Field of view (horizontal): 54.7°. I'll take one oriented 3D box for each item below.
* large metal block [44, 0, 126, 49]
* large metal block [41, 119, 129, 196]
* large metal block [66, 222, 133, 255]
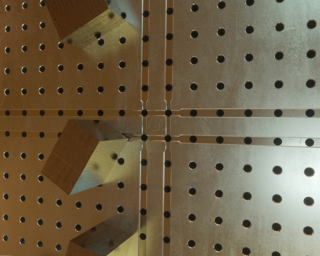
[{"bbox_3d":[-0.107,-0.171,0.436,0.080,0.050,0.080,-26,82,17],"label":"large metal block"},{"bbox_3d":[-0.098,0.036,0.417,0.050,0.080,0.080,34,101,16],"label":"large metal block"},{"bbox_3d":[-0.085,0.183,0.412,0.050,0.080,0.080,17,96,19],"label":"large metal block"}]
